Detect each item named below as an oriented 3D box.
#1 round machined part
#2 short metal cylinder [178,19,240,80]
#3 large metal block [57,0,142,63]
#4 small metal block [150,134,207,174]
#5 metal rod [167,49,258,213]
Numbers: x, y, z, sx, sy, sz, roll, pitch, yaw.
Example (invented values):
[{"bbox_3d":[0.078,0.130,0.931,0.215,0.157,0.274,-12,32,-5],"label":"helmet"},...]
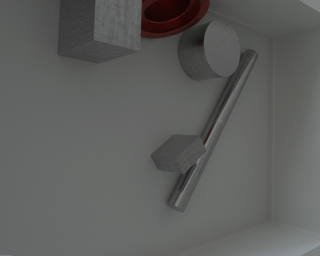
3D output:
[{"bbox_3d":[0.006,-0.152,0.370,0.099,0.098,0.042,-5,75,-40],"label":"round machined part"},{"bbox_3d":[0.072,-0.112,0.453,0.081,0.050,0.079,0,90,-40],"label":"short metal cylinder"},{"bbox_3d":[-0.063,-0.116,0.319,0.050,0.080,0.080,3,88,-40],"label":"large metal block"},{"bbox_3d":[0.025,0.033,0.413,0.050,0.050,0.025,-40,115,-33],"label":"small metal block"},{"bbox_3d":[0.091,-0.009,0.485,0.025,0.025,0.300,45,63,-31],"label":"metal rod"}]
